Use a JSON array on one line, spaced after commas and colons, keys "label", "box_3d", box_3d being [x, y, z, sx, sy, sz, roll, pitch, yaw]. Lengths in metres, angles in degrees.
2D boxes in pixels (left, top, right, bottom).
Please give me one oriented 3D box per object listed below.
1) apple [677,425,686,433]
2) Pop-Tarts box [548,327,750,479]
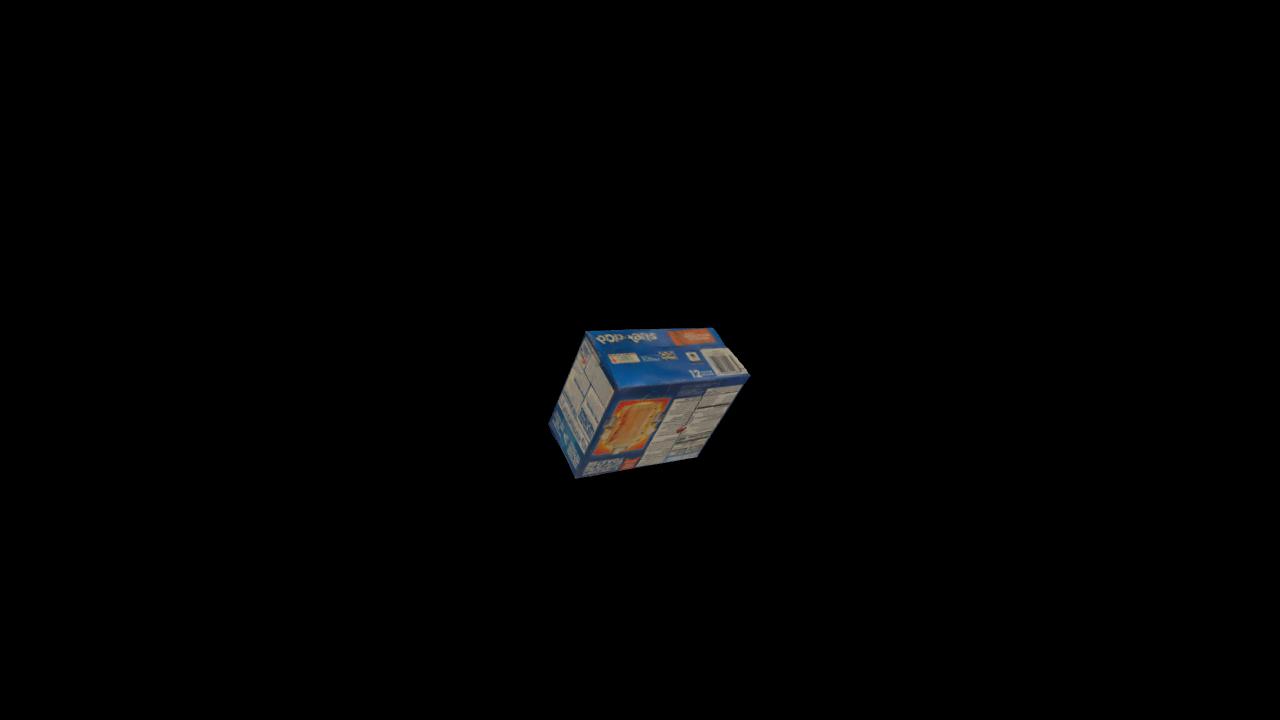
[{"label": "apple", "box_3d": [0.029, 0.049, 0.694, 0.079, 0.093, 0.079, -22, -16, -6]}, {"label": "Pop-Tarts box", "box_3d": [0.007, 0.043, 0.665, 0.167, 0.141, 0.083, -3, 45, -33]}]
